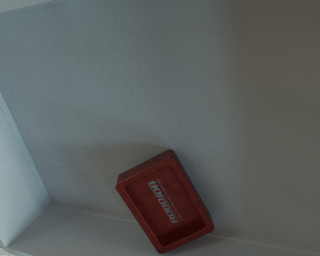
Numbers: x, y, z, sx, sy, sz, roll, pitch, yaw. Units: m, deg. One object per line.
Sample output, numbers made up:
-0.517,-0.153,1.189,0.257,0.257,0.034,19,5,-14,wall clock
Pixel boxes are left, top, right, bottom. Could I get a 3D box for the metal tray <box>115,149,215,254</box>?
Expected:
0.008,0.106,0.439,0.090,0.030,0.130,-28,105,7,metal tray
